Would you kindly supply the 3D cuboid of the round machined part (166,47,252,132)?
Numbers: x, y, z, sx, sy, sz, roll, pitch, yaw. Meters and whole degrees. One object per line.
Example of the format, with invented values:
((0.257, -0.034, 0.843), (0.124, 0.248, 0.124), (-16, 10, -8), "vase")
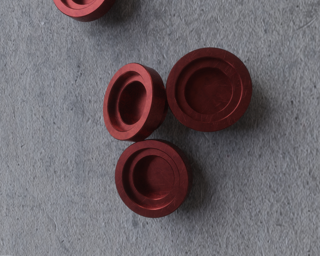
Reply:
((0.059, -0.044, 0.375), (0.098, 0.042, 0.097), (0, 89, 12), "round machined part")

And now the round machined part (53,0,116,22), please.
((-0.100, -0.198, 0.435), (0.098, 0.042, 0.097), (0, 90, 20), "round machined part")

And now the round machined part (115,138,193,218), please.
((-0.005, 0.062, 0.402), (0.098, 0.042, 0.097), (0, 90, 20), "round machined part")

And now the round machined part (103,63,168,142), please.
((-0.027, -0.030, 0.396), (0.098, 0.042, 0.098), (-10, 75, 44), "round machined part")
